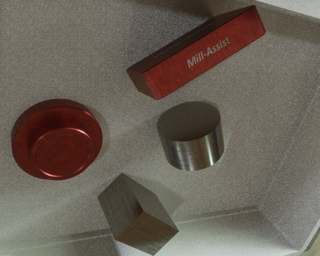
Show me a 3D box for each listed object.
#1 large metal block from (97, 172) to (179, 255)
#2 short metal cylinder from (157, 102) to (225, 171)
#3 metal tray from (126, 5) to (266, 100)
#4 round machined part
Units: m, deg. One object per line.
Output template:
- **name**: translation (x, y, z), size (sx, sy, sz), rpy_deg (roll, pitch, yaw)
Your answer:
- **large metal block**: translation (-0.031, 0.120, 0.432), size (0.050, 0.080, 0.080), rpy_deg (-45, 130, 3)
- **short metal cylinder**: translation (0.041, 0.009, 0.403), size (0.080, 0.080, 0.050), rpy_deg (-26, 128, -13)
- **metal tray**: translation (0.033, -0.081, 0.332), size (0.131, 0.090, 0.030), rpy_deg (-33, 109, -7)
- **round machined part**: translation (-0.113, 0.020, 0.349), size (0.099, 0.042, 0.097), rpy_deg (-14, 125, -21)
